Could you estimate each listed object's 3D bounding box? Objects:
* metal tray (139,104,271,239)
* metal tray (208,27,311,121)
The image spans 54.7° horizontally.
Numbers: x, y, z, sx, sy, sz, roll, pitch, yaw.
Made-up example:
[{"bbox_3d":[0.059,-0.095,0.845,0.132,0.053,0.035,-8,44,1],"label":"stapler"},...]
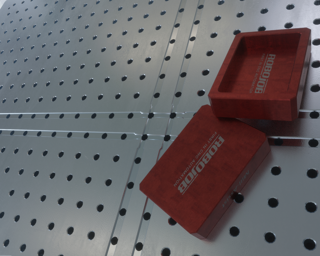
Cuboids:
[{"bbox_3d":[0.050,0.045,0.352,0.090,0.030,0.130,33,80,38],"label":"metal tray"},{"bbox_3d":[0.120,-0.066,0.361,0.090,0.030,0.130,5,49,30],"label":"metal tray"}]
